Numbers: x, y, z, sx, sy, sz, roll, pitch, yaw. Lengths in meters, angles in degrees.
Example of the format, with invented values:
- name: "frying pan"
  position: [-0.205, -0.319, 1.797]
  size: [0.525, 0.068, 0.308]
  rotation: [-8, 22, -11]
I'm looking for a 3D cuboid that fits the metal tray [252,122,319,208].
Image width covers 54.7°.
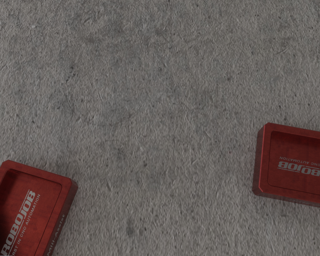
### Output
- name: "metal tray"
  position: [0.188, 0.050, 0.388]
  size: [0.131, 0.030, 0.090]
  rotation: [11, 70, 3]

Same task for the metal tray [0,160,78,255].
- name: "metal tray"
  position: [-0.164, 0.112, 0.363]
  size: [0.090, 0.030, 0.130]
  rotation: [16, 71, 5]
